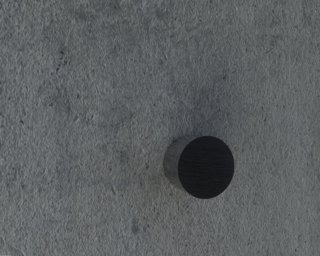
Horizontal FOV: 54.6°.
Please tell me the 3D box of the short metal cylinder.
[{"bbox_3d":[0.051,0.050,0.414,0.081,0.050,0.080,0,90,-20],"label":"short metal cylinder"}]
